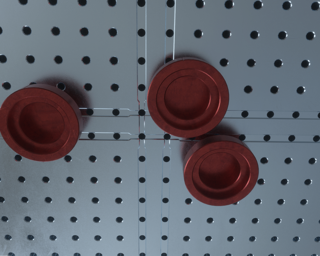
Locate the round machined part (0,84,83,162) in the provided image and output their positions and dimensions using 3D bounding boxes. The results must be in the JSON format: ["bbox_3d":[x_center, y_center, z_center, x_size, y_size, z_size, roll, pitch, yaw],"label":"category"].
[{"bbox_3d":[-0.149,-0.009,0.399,0.099,0.042,0.097,0,110,-1],"label":"round machined part"}]

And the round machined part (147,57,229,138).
[{"bbox_3d":[0.034,-0.040,0.390,0.099,0.042,0.097,0,110,-1],"label":"round machined part"}]

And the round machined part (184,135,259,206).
[{"bbox_3d":[0.081,0.054,0.426,0.099,0.042,0.097,0,110,-1],"label":"round machined part"}]
